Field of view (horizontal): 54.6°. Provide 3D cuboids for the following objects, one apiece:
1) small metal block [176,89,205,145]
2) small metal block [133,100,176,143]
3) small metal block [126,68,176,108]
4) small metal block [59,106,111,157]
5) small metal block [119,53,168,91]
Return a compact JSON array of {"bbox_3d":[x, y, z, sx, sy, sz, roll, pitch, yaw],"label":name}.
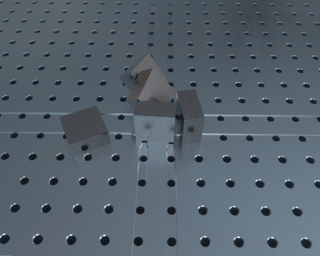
[{"bbox_3d":[0.037,-0.014,0.404,0.025,0.050,0.050,-7,50,-6],"label":"small metal block"},{"bbox_3d":[-0.006,-0.008,0.398,0.050,0.050,0.025,3,51,3],"label":"small metal block"},{"bbox_3d":[-0.011,-0.044,0.418,0.025,0.050,0.050,-4,55,46],"label":"small metal block"},{"bbox_3d":[-0.098,0.003,0.405,0.050,0.025,0.050,-19,53,-16],"label":"small metal block"},{"bbox_3d":[-0.022,-0.071,0.448,0.025,0.050,0.050,-11,35,46],"label":"small metal block"}]
